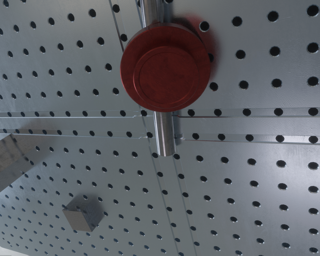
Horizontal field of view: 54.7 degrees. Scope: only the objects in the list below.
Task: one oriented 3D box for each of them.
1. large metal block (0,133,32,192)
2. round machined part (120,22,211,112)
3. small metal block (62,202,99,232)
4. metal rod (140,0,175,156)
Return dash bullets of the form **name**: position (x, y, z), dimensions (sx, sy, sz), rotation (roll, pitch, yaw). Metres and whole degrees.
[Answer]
- **large metal block**: position (-0.292, 0.069, 0.573), dimensions (0.050, 0.080, 0.080), rotation (37, 129, 3)
- **round machined part**: position (0.006, -0.060, 0.335), dimensions (0.099, 0.042, 0.097), rotation (-1, 119, -2)
- **small metal block**: position (-0.153, 0.171, 0.598), dimensions (0.050, 0.025, 0.050), rotation (-5, 116, 30)
- **metal rod**: position (-0.005, -0.097, 0.353), dimensions (0.025, 0.025, 0.298), rotation (8, 122, 24)
